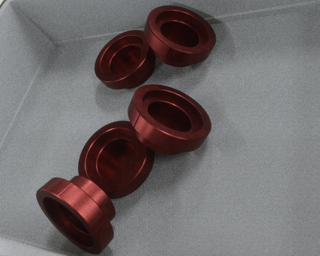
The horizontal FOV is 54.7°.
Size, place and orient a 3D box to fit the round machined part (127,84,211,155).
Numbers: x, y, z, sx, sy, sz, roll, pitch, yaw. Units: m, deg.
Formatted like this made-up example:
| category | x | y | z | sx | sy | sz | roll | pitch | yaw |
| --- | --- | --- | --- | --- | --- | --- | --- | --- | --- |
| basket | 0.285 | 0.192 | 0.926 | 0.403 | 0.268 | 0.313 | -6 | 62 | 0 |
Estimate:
| category | x | y | z | sx | sy | sz | roll | pitch | yaw |
| --- | --- | --- | --- | --- | --- | --- | --- | --- | --- |
| round machined part | 0.008 | -0.006 | 0.370 | 0.098 | 0.099 | 0.042 | 61 | 137 | 38 |

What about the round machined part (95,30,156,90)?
| category | x | y | z | sx | sy | sz | roll | pitch | yaw |
| --- | --- | --- | --- | --- | --- | --- | --- | --- | --- |
| round machined part | -0.048 | -0.100 | 0.478 | 0.098 | 0.042 | 0.098 | -14 | 56 | 23 |

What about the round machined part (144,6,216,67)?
| category | x | y | z | sx | sy | sz | roll | pitch | yaw |
| --- | --- | --- | --- | --- | --- | --- | --- | --- | --- |
| round machined part | 0.025 | -0.124 | 0.435 | 0.099 | 0.042 | 0.098 | 10 | 53 | -13 |

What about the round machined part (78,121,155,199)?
| category | x | y | z | sx | sy | sz | roll | pitch | yaw |
| --- | --- | --- | --- | --- | --- | --- | --- | --- | --- |
| round machined part | -0.051 | 0.043 | 0.394 | 0.098 | 0.042 | 0.098 | -13 | 56 | 20 |

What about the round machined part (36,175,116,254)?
| category | x | y | z | sx | sy | sz | roll | pitch | yaw |
| --- | --- | --- | --- | --- | --- | --- | --- | --- | --- |
| round machined part | -0.090 | 0.094 | 0.355 | 0.098 | 0.097 | 0.042 | 14 | 42 | 33 |
